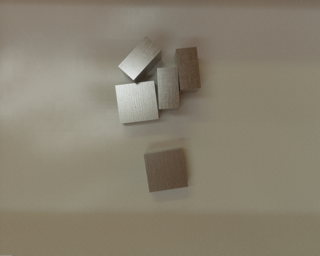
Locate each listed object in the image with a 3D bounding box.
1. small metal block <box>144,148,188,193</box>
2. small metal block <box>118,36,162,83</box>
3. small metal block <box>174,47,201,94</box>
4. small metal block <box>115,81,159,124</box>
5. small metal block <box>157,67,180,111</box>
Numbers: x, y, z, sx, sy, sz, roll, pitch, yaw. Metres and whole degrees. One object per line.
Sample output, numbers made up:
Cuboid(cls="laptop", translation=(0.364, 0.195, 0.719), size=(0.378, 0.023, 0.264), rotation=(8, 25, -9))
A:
Cuboid(cls="small metal block", translation=(0.008, 0.055, 0.411), size=(0.050, 0.025, 0.050), rotation=(-9, 90, 0))
Cuboid(cls="small metal block", translation=(-0.024, -0.084, 0.398), size=(0.025, 0.050, 0.050), rotation=(42, 90, 0))
Cuboid(cls="small metal block", translation=(0.034, -0.072, 0.399), size=(0.025, 0.050, 0.050), rotation=(-6, 90, 0))
Cuboid(cls="small metal block", translation=(-0.029, -0.033, 0.411), size=(0.050, 0.025, 0.050), rotation=(-7, 90, 0))
Cuboid(cls="small metal block", translation=(0.010, -0.048, 0.399), size=(0.025, 0.050, 0.050), rotation=(-3, 90, 0))
